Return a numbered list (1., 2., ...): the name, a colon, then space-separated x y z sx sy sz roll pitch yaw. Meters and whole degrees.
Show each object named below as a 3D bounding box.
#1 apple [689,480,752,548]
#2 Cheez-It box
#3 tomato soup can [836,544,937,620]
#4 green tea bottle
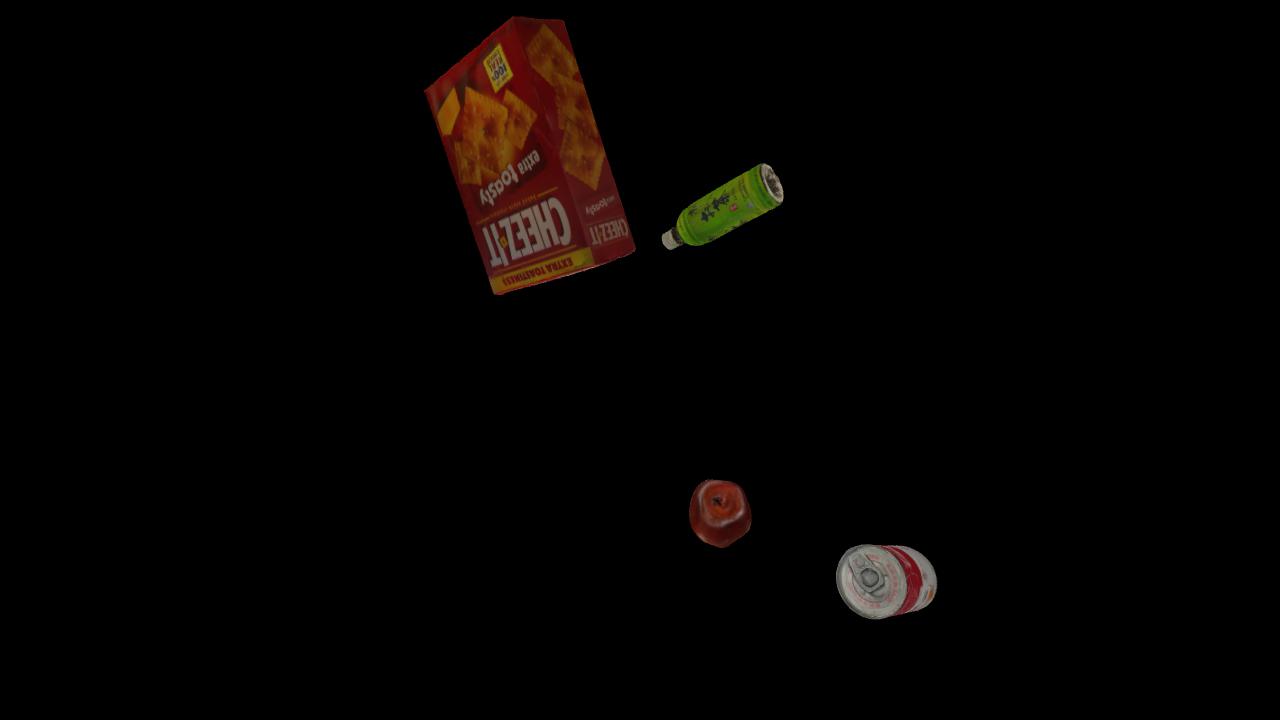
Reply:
1. apple: 0.095 0.185 0.742 0.079 0.079 0.093 0 -36 8
2. Cheez-It box: -0.113 -0.189 0.611 0.166 0.223 0.071 -7 15 44
3. tomato soup can: 0.249 0.219 0.614 0.068 0.068 0.101 0 -14 42
4. green tea bottle: 0.124 -0.235 0.988 0.212 0.073 0.073 -23 -15 39
